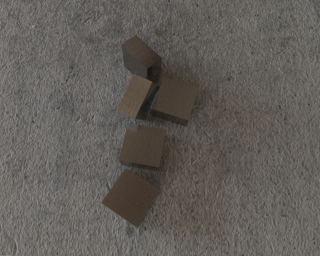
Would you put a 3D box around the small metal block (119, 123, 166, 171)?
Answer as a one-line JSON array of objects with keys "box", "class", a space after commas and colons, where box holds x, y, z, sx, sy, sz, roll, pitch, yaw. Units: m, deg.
[{"box": [-0.021, 0.025, 0.399, 0.050, 0.025, 0.050, 10, 70, 3], "class": "small metal block"}]

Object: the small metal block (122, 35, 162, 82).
[{"box": [-0.025, -0.091, 0.427, 0.025, 0.050, 0.050, -41, 75, -16], "class": "small metal block"}]

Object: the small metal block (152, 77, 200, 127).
[{"box": [0.021, -0.035, 0.421, 0.050, 0.025, 0.050, 18, 71, 6], "class": "small metal block"}]

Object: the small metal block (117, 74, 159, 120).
[{"box": [-0.027, -0.039, 0.401, 0.025, 0.050, 0.050, 26, 94, 9], "class": "small metal block"}]

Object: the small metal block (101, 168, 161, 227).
[{"box": [-0.034, 0.085, 0.377, 0.050, 0.025, 0.050, 32, 73, 11], "class": "small metal block"}]
